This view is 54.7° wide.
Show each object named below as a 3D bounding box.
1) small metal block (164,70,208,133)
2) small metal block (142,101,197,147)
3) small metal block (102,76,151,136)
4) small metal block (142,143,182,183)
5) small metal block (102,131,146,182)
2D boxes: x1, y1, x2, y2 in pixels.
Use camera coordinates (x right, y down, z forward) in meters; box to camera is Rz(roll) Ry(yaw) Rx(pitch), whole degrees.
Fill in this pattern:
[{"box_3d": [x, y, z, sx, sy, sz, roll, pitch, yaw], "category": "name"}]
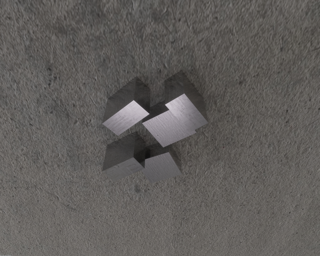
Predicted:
[{"box_3d": [0.030, -0.032, 0.364, 0.025, 0.050, 0.050, -29, 124, 22], "category": "small metal block"}, {"box_3d": [0.012, -0.008, 0.400, 0.050, 0.025, 0.050, -25, 126, 20], "category": "small metal block"}, {"box_3d": [-0.039, -0.026, 0.368, 0.050, 0.050, 0.025, -33, 123, 25], "category": "small metal block"}, {"box_3d": [-0.001, 0.049, 0.449, 0.050, 0.025, 0.050, -19, 128, 15], "category": "small metal block"}, {"box_3d": [-0.048, 0.039, 0.423, 0.050, 0.050, 0.025, -25, 126, 20], "category": "small metal block"}]
